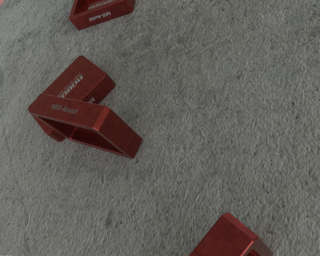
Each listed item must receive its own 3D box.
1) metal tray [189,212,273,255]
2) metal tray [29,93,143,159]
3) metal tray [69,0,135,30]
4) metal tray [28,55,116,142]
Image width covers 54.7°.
[{"bbox_3d":[0.037,0.139,0.257,0.130,0.090,0.030,-49,51,-6],"label":"metal tray"},{"bbox_3d":[-0.099,-0.003,0.415,0.130,0.090,0.030,12,68,33],"label":"metal tray"},{"bbox_3d":[-0.112,-0.252,0.613,0.130,0.030,0.090,-9,58,23],"label":"metal tray"},{"bbox_3d":[-0.146,-0.051,0.509,0.130,0.030,0.090,-47,51,-5],"label":"metal tray"}]
